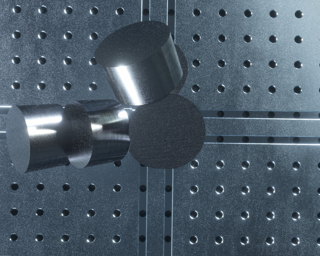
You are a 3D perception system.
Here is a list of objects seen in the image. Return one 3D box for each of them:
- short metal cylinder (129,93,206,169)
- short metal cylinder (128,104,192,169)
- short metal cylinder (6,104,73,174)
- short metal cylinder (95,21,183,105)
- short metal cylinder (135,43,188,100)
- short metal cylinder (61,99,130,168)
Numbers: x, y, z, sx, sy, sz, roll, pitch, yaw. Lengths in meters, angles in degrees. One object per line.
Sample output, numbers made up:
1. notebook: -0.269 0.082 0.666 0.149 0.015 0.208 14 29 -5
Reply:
1. short metal cylinder: 0.008 0.003 0.349 0.081 0.050 0.079 0 90 0
2. short metal cylinder: -0.002 0.009 0.400 0.081 0.050 0.079 0 90 0
3. short metal cylinder: -0.148 0.011 0.378 0.050 0.080 0.080 -8 90 -42
4. short metal cylinder: -0.021 -0.070 0.329 0.080 0.080 0.050 -24 133 0
5. short metal cylinder: -0.006 -0.071 0.400 0.081 0.050 0.079 0 90 0
6. short metal cylinder: -0.080 0.005 0.378 0.050 0.080 0.080 -7 90 -42
